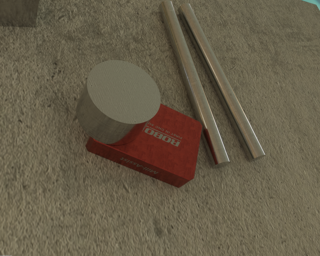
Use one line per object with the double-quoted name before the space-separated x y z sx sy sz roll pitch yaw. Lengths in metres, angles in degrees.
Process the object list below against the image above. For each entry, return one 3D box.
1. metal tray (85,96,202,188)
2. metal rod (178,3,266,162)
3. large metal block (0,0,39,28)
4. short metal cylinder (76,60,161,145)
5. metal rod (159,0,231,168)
"metal tray" -0.015 0.009 0.388 0.131 0.030 0.090 24 53 -14
"metal rod" 0.094 -0.086 0.509 0.025 0.025 0.299 -7 65 -32
"large metal block" -0.185 -0.184 0.382 0.050 0.080 0.080 -9 67 -32
"short metal cylinder" -0.046 -0.028 0.342 0.081 0.050 0.080 14 56 -21
"metal rod" 0.047 -0.081 0.480 0.025 0.025 0.299 -1 62 -29
